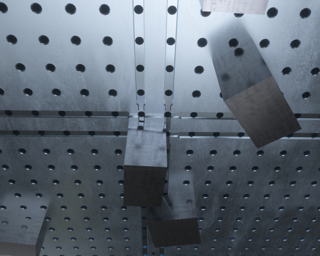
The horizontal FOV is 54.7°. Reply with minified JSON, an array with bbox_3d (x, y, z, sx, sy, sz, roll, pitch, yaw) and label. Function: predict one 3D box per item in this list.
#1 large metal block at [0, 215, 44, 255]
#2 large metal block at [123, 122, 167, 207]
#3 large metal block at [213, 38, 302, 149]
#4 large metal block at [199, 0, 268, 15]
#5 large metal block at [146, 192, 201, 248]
[{"bbox_3d":[-0.263,0.207,0.568,0.081,0.050,0.079,10,129,-9],"label":"large metal block"},{"bbox_3d":[-0.020,0.049,0.417,0.050,0.080,0.079,4,130,-3],"label":"large metal block"},{"bbox_3d":[0.106,-0.038,0.345,0.050,0.080,0.080,-29,125,22],"label":"large metal block"},{"bbox_3d":[0.061,-0.147,0.251,0.050,0.080,0.079,2,130,-3],"label":"large metal block"},{"bbox_3d":[0.025,0.158,0.531,0.080,0.050,0.080,-7,130,6],"label":"large metal block"}]
